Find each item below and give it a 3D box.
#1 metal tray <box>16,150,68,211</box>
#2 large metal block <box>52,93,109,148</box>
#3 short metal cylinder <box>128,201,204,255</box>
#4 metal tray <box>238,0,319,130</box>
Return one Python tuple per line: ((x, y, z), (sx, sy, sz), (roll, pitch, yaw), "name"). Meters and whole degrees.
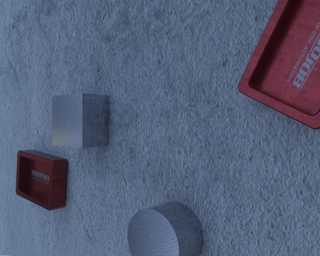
((-0.228, 0.095, 0.589), (0.130, 0.030, 0.089), (7, 95, 39), "metal tray")
((-0.127, -0.011, 0.494), (0.080, 0.050, 0.079), (0, 90, 40), "large metal block")
((0.006, 0.135, 0.384), (0.080, 0.050, 0.079), (0, 90, 40), "short metal cylinder")
((0.141, -0.074, 0.285), (0.090, 0.030, 0.129), (35, 111, 34), "metal tray")
